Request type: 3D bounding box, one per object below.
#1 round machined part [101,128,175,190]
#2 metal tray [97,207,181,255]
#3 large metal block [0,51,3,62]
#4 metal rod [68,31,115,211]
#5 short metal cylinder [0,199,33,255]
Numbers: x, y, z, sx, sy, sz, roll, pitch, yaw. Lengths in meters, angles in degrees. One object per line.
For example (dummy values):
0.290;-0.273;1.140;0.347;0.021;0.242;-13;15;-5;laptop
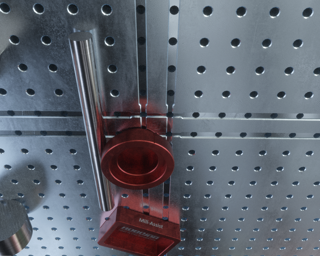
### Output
-0.031;0.039;0.431;0.099;0.042;0.097;-2;130;-3;round machined part
-0.038;0.199;0.577;0.131;0.030;0.089;23;126;-19;metal tray
-0.226;-0.060;0.323;0.080;0.080;0.050;23;126;-19;large metal block
-0.086;0.016;0.424;0.025;0.025;0.298;1;130;-1;metal rod
-0.260;0.167;0.515;0.081;0.080;0.050;2;130;-2;short metal cylinder
